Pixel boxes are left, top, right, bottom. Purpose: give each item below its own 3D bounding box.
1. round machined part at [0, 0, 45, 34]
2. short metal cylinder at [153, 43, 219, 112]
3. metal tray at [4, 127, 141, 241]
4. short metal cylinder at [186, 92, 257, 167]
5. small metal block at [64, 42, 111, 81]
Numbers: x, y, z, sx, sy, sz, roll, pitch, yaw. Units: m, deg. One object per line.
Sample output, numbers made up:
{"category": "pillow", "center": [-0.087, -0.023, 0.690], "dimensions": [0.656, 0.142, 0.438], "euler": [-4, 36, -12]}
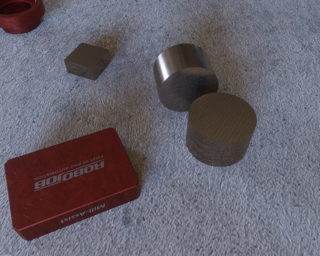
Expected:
{"category": "round machined part", "center": [-0.260, -0.208, 0.565], "dimensions": [0.099, 0.042, 0.098], "euler": [0, 50, 0]}
{"category": "short metal cylinder", "center": [0.034, -0.068, 0.425], "dimensions": [0.081, 0.080, 0.050], "euler": [-7, 51, -6]}
{"category": "metal tray", "center": [-0.098, 0.058, 0.351], "dimensions": [0.131, 0.030, 0.090], "euler": [-18, 53, -15]}
{"category": "short metal cylinder", "center": [0.074, 0.001, 0.387], "dimensions": [0.081, 0.050, 0.080], "euler": [0, 50, 0]}
{"category": "small metal block", "center": [-0.114, -0.106, 0.492], "dimensions": [0.050, 0.025, 0.050], "euler": [18, 52, 14]}
